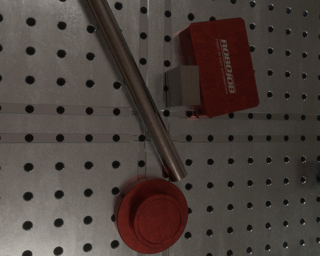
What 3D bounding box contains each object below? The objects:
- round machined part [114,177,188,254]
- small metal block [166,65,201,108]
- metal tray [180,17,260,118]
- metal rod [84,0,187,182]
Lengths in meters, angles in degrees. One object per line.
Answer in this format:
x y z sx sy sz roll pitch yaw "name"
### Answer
-0.007 0.115 0.402 0.099 0.042 0.097 0 90 -21 "round machined part"
0.030 -0.054 0.411 0.025 0.050 0.050 -4 92 -20 "small metal block"
0.086 -0.085 0.443 0.091 0.030 0.129 -14 95 -20 "metal tray"
-0.037 -0.066 0.399 0.025 0.025 0.299 -28 100 -18 "metal rod"
